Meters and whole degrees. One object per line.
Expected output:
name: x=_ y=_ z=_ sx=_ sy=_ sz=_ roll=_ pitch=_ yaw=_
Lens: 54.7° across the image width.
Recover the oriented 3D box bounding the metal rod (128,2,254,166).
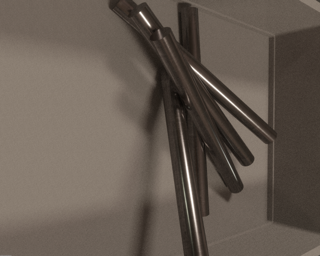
metal rod: x=0.059 y=-0.038 z=0.422 sx=0.300 sy=0.025 sz=0.025 roll=47 pitch=62 yaw=-35

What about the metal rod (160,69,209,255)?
metal rod: x=0.028 y=0.058 z=0.352 sx=0.025 sy=0.025 sz=0.299 roll=18 pitch=54 yaw=-39

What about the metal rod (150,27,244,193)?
metal rod: x=0.063 y=-0.001 z=0.421 sx=0.025 sy=0.025 sz=0.299 roll=-55 pitch=134 yaw=-26

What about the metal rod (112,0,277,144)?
metal rod: x=0.062 y=-0.067 z=0.426 sx=0.301 sy=0.025 sz=0.025 roll=36 pitch=67 yaw=-23

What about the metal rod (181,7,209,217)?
metal rod: x=0.051 y=-0.021 z=0.451 sx=0.025 sy=0.025 sz=0.298 roll=-6 pitch=94 yaw=-40
